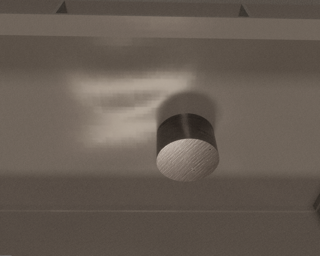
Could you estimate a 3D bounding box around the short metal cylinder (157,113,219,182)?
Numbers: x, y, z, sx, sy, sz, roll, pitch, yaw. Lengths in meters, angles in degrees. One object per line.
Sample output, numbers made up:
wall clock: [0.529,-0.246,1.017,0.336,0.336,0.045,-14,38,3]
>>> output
short metal cylinder: [0.036,0.027,0.416,0.081,0.050,0.079,0,130,0]
